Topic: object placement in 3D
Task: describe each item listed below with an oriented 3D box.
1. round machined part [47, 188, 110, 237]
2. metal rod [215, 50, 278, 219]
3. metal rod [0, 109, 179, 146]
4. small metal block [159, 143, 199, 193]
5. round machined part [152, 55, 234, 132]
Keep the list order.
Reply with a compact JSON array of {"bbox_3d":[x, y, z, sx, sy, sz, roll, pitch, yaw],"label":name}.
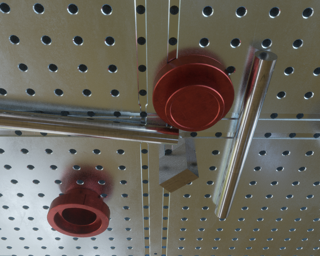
[{"bbox_3d":[-0.132,0.138,0.516,0.099,0.042,0.097,0,130,0],"label":"round machined part"},{"bbox_3d":[0.112,0.033,0.440,0.025,0.025,0.298,1,130,-1],"label":"metal rod"},{"bbox_3d":[-0.126,-0.004,0.406,0.302,0.025,0.025,6,130,-5],"label":"metal rod"},{"bbox_3d":[0.026,0.057,0.444,0.050,0.050,0.025,-34,122,25],"label":"small metal block"},{"bbox_3d":[0.040,-0.034,0.372,0.099,0.042,0.097,0,130,0],"label":"round machined part"}]
